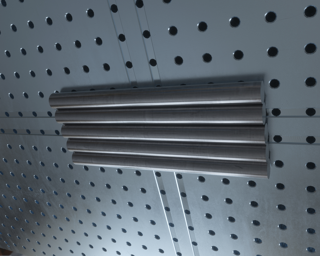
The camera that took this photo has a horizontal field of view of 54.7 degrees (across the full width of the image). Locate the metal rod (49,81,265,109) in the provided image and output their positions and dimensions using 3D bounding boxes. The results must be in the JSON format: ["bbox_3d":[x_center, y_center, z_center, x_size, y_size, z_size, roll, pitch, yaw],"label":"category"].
[{"bbox_3d":[-0.024,-0.039,0.398,0.301,0.025,0.025,1,119,27],"label":"metal rod"}]

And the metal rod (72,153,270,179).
[{"bbox_3d":[-0.003,0.048,0.441,0.300,0.025,0.025,0,119,27],"label":"metal rod"}]

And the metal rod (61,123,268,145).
[{"bbox_3d":[-0.013,0.005,0.420,0.301,0.025,0.025,1,119,27],"label":"metal rod"}]

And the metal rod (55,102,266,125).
[{"bbox_3d":[-0.019,-0.017,0.409,0.301,0.025,0.025,1,119,27],"label":"metal rod"}]

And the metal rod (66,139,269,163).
[{"bbox_3d":[-0.008,0.027,0.431,0.301,0.025,0.025,1,119,27],"label":"metal rod"}]
